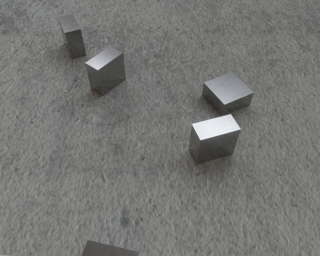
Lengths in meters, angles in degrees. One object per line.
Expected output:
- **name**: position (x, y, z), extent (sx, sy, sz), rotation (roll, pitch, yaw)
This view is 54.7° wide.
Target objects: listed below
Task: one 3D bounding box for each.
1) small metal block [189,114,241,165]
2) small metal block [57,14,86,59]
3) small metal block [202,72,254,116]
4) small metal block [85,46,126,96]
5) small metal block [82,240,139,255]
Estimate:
- **small metal block**: position (0.065, 0.014, 0.376), extent (0.050, 0.050, 0.025), rotation (-14, 52, -12)
- **small metal block**: position (-0.145, -0.152, 0.512), extent (0.025, 0.050, 0.050), rotation (-19, 53, -16)
- **small metal block**: position (0.097, -0.049, 0.446), extent (0.050, 0.025, 0.050), rotation (-22, 54, -18)
- **small metal block**: position (-0.079, -0.083, 0.456), extent (0.025, 0.050, 0.050), rotation (32, 57, 23)
- **small metal block**: position (-0.051, 0.138, 0.287), extent (0.050, 0.025, 0.050), rotation (10, 51, 8)
